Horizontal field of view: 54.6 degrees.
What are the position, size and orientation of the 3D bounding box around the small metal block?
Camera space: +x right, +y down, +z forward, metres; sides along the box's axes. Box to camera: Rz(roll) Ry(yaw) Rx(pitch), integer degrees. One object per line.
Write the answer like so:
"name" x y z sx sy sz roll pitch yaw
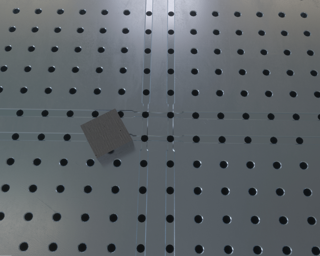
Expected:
"small metal block" -0.069 0.010 0.408 0.050 0.025 0.050 -27 72 -10
